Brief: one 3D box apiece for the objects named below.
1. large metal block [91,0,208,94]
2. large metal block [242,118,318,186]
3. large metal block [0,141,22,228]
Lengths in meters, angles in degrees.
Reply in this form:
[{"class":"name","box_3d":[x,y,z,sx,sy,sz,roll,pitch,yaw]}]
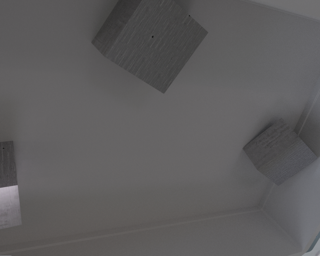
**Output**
[{"class":"large metal block","box_3d":[-0.011,-0.096,0.327,0.080,0.050,0.080,28,103,-38]},{"class":"large metal block","box_3d":[0.200,0.042,0.517,0.080,0.050,0.080,-42,131,17]},{"class":"large metal block","box_3d":[-0.186,0.059,0.308,0.081,0.080,0.050,-6,121,-25]}]
